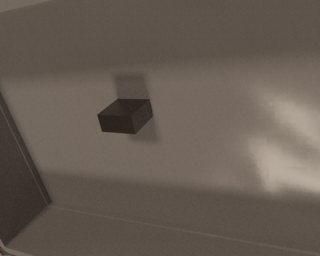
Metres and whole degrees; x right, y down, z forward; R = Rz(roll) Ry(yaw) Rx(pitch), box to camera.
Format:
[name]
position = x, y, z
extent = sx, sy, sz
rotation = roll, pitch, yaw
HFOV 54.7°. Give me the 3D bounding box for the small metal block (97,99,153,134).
[small metal block]
position = -0.044, -0.016, 0.404
extent = 0.050, 0.050, 0.025
rotation = 4, 120, 26
